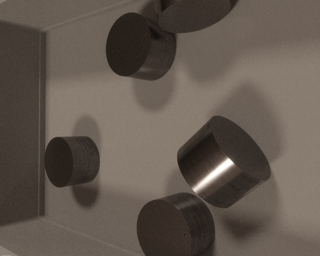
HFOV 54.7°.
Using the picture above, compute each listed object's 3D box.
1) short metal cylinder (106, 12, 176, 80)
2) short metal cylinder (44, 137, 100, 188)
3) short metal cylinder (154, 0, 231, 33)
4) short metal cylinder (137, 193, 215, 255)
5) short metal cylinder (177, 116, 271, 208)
[{"bbox_3d":[-0.026,-0.105,0.410,0.080,0.050,0.079,0,90,39],"label":"short metal cylinder"},{"bbox_3d":[-0.144,0.054,0.507,0.080,0.050,0.079,0,90,39],"label":"short metal cylinder"},{"bbox_3d":[0.033,-0.147,0.343,0.080,0.081,0.050,-17,79,38],"label":"short metal cylinder"},{"bbox_3d":[0.018,0.122,0.374,0.080,0.050,0.079,0,90,39],"label":"short metal cylinder"},{"bbox_3d":[0.065,0.034,0.316,0.050,0.081,0.080,-47,62,29],"label":"short metal cylinder"}]
